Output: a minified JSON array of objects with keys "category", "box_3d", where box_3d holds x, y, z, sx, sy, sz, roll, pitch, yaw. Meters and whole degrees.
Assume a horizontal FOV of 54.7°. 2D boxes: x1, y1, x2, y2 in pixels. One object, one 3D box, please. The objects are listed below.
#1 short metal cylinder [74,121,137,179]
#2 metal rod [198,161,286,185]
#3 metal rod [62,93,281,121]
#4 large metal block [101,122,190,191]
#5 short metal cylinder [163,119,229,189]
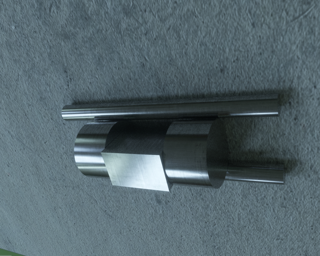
[{"category":"short metal cylinder","box_3d":[-0.071,0.030,0.428,0.050,0.080,0.080,-1,118,29]},{"category":"metal rod","box_3d":[0.014,0.055,0.435,0.300,0.025,0.025,0,118,28]},{"category":"metal rod","box_3d":[-0.007,-0.023,0.398,0.300,0.025,0.025,0,118,28]},{"category":"large metal block","box_3d":[-0.014,0.032,0.397,0.080,0.080,0.050,0,119,28]},{"category":"short metal cylinder","box_3d":[0.045,0.030,0.367,0.050,0.080,0.080,-1,118,29]}]
